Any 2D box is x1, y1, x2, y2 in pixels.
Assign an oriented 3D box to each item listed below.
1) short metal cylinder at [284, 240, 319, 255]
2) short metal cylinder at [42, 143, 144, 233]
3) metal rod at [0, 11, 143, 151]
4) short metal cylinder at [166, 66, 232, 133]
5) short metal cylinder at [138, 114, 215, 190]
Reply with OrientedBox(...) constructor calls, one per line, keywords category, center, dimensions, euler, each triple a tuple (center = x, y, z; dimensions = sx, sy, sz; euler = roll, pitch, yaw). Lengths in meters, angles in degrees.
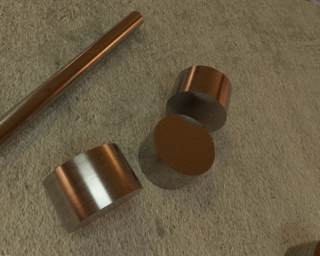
OrientedBox(category="short metal cylinder", center=(0.202, 0.183, 0.385), dimensions=(0.081, 0.050, 0.080), euler=(14, 56, -21))
OrientedBox(category="short metal cylinder", center=(-0.063, 0.057, 0.299), dimensions=(0.081, 0.080, 0.050), euler=(-23, 74, -36))
OrientedBox(category="metal rod", center=(-0.104, -0.076, 0.393), dimensions=(0.025, 0.025, 0.301), euler=(38, 51, -3))
OrientedBox(category="short metal cylinder", center=(0.054, -0.037, 0.420), dimensions=(0.080, 0.080, 0.050), euler=(28, 52, -11))
OrientedBox(category="short metal cylinder", center=(0.020, 0.030, 0.380), dimensions=(0.081, 0.050, 0.080), euler=(14, 56, -21))
